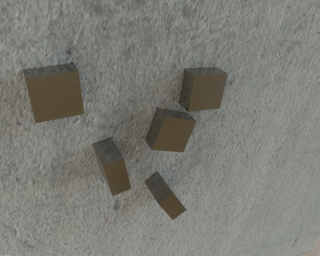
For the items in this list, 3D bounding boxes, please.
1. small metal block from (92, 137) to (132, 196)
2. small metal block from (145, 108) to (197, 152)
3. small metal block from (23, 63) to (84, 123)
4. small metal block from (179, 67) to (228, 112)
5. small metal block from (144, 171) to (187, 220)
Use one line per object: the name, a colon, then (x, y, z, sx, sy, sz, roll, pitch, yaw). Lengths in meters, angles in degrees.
small metal block: (-0.061, 0.048, 0.388, 0.025, 0.050, 0.050, -21, 127, -17)
small metal block: (0.014, 0.004, 0.419, 0.050, 0.025, 0.050, 7, 115, -32)
small metal block: (-0.110, -0.037, 0.324, 0.050, 0.025, 0.050, -13, 124, -22)
small metal block: (0.057, -0.051, 0.408, 0.050, 0.025, 0.050, -7, 122, -25)
small metal block: (0.008, 0.100, 0.459, 0.025, 0.050, 0.050, -37, 130, -4)
